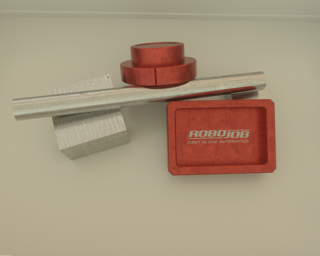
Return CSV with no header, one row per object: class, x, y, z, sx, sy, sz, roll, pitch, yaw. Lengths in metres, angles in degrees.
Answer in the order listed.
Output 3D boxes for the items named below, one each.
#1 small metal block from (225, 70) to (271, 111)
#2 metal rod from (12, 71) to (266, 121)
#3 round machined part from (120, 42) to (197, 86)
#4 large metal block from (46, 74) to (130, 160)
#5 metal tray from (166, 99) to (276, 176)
small metal block,0.119,-0.048,0.427,0.050,0.025,0.050,-11,71,-4
metal rod,-0.014,-0.041,0.375,0.302,0.025,0.025,-8,70,-11
round machined part,-0.002,-0.086,0.399,0.099,0.098,0.042,-4,111,-2
large metal block,-0.090,-0.013,0.398,0.081,0.050,0.080,-17,71,-7
metal tray,0.074,0.011,0.387,0.131,0.030,0.089,-1,89,-2
